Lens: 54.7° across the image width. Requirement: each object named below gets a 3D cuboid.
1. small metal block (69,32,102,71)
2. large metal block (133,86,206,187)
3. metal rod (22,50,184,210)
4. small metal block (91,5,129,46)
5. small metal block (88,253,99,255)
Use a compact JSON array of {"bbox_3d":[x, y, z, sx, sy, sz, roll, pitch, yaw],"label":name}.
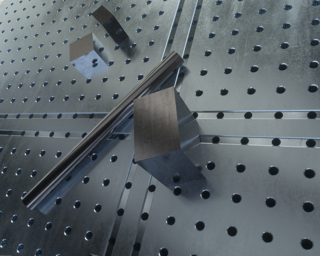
[{"bbox_3d":[-0.135,-0.139,0.562,0.050,0.025,0.050,-23,53,14],"label":"small metal block"},{"bbox_3d":[0.011,0.013,0.358,0.050,0.080,0.080,-17,55,18],"label":"large metal block"},{"bbox_3d":[-0.079,0.001,0.447,0.300,0.025,0.025,-45,51,-4],"label":"metal rod"},{"bbox_3d":[-0.089,-0.182,0.548,0.025,0.050,0.050,-41,51,1],"label":"small metal block"},{"bbox_3d":[-0.065,0.173,0.335,0.050,0.025,0.050,16,70,34],"label":"small metal block"}]
